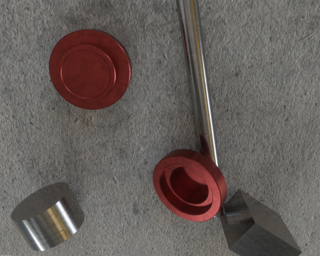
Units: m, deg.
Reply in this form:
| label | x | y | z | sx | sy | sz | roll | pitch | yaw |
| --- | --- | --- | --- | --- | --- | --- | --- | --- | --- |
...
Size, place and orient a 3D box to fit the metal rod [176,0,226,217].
| label | x | y | z | sx | sy | sz | roll | pitch | yaw |
| --- | --- | --- | --- | --- | --- | --- | --- | --- | --- |
| metal rod | 0.057 | -0.014 | 0.404 | 0.025 | 0.025 | 0.298 | -10 | 110 | 3 |

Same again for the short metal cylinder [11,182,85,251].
| label | x | y | z | sx | sy | sz | roll | pitch | yaw |
| --- | --- | --- | --- | --- | --- | --- | --- | --- | --- |
| short metal cylinder | -0.151 | 0.118 | 0.423 | 0.080 | 0.080 | 0.050 | -20 | 109 | 7 |

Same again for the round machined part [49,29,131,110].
| label | x | y | z | sx | sy | sz | roll | pitch | yaw |
| --- | --- | --- | --- | --- | --- | --- | --- | --- | --- |
| round machined part | -0.085 | -0.068 | 0.375 | 0.099 | 0.042 | 0.097 | 0 | 110 | 0 |

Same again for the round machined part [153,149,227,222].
| label | x | y | z | sx | sy | sz | roll | pitch | yaw |
| --- | --- | --- | --- | --- | --- | --- | --- | --- | --- |
| round machined part | 0.043 | 0.071 | 0.412 | 0.098 | 0.042 | 0.097 | 15 | 120 | 27 |

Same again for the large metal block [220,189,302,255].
| label | x | y | z | sx | sy | sz | roll | pitch | yaw |
| --- | --- | --- | --- | --- | --- | --- | --- | --- | --- |
| large metal block | 0.136 | 0.144 | 0.435 | 0.080 | 0.080 | 0.050 | 33 | 107 | -12 |
